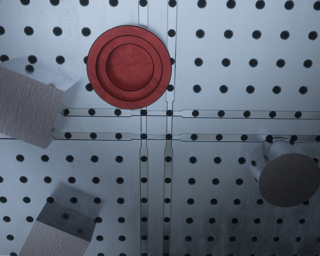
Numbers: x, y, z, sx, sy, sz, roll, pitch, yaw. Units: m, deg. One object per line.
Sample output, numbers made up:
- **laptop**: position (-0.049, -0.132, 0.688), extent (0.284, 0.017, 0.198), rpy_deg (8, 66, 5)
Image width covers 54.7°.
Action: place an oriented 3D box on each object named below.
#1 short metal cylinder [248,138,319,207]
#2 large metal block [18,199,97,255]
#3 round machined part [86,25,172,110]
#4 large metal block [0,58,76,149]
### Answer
- **short metal cylinder**: position (0.168, 0.060, 0.423), extent (0.081, 0.050, 0.079), rpy_deg (0, 110, 0)
- **large metal block**: position (-0.151, 0.166, 0.460), extent (0.080, 0.050, 0.080), rpy_deg (27, 108, -10)
- **round machined part**: position (-0.035, -0.075, 0.376), extent (0.099, 0.042, 0.097), rpy_deg (0, 110, 0)
- **large metal block**: position (-0.162, -0.031, 0.387), extent (0.080, 0.050, 0.079), rpy_deg (22, 109, -8)
